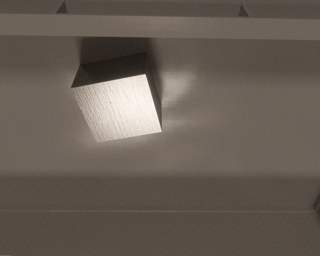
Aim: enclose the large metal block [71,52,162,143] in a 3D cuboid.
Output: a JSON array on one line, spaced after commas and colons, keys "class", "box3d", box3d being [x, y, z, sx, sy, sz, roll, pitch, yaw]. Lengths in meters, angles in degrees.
[{"class": "large metal block", "box3d": [-0.046, -0.035, 0.363, 0.080, 0.050, 0.080, -10, 130, 7]}]
